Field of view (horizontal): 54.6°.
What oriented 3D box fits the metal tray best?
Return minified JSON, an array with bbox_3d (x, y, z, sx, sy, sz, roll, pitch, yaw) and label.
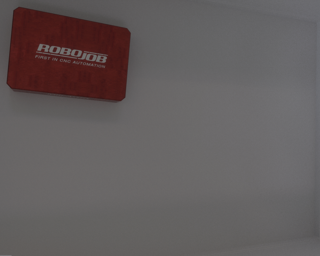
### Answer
[{"bbox_3d":[-0.105,-0.082,0.369,0.131,0.030,0.090,5,88,-20],"label":"metal tray"}]
